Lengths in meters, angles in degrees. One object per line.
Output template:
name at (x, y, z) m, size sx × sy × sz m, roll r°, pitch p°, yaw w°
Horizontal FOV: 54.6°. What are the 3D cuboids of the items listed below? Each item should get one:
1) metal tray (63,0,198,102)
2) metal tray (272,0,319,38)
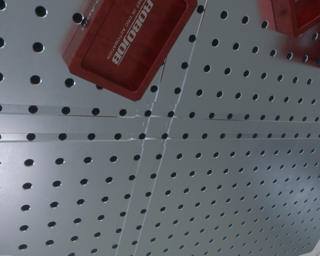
metal tray at (-0.031, -0.102, 0.327) m, size 0.090 × 0.030 × 0.129 m, roll 23°, pitch 106°, yaw -36°
metal tray at (0.208, -0.190, 0.402) m, size 0.130 × 0.030 × 0.090 m, roll -34°, pitch 129°, yaw -6°
